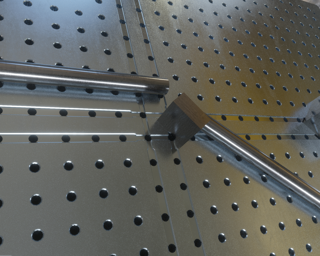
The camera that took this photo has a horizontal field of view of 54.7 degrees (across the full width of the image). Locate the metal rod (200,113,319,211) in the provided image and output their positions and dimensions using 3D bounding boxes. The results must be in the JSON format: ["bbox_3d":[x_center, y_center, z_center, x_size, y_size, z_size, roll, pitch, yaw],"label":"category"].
[{"bbox_3d":[0.172,0.064,0.461,0.301,0.025,0.025,33,51,-6],"label":"metal rod"}]

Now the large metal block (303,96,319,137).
[{"bbox_3d":[0.326,-0.017,0.578,0.080,0.050,0.080,42,51,1],"label":"large metal block"}]

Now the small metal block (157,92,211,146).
[{"bbox_3d":[0.031,-0.011,0.415,0.050,0.050,0.025,46,51,3],"label":"small metal block"}]

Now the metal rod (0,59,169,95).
[{"bbox_3d":[-0.127,-0.063,0.378,0.303,0.025,0.025,1,61,-28],"label":"metal rod"}]
